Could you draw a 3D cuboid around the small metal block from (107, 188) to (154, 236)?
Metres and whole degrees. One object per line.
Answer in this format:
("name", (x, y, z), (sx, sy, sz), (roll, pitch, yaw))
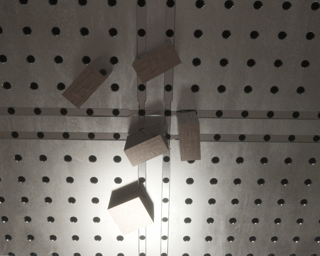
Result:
("small metal block", (-0.042, 0.124, 0.459), (0.050, 0.025, 0.050), (-24, 109, 8))

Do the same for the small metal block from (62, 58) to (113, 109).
("small metal block", (-0.087, -0.056, 0.378), (0.025, 0.050, 0.050), (42, 104, -14))

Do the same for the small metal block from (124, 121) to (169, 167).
("small metal block", (-0.017, 0.020, 0.407), (0.050, 0.050, 0.025), (-24, 109, 8))

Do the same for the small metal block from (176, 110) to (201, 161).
("small metal block", (0.037, 0.009, 0.404), (0.025, 0.050, 0.050), (-4, 110, 1))

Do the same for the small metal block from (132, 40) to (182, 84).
("small metal block", (-0.004, -0.081, 0.370), (0.050, 0.050, 0.025), (-27, 108, 9))
